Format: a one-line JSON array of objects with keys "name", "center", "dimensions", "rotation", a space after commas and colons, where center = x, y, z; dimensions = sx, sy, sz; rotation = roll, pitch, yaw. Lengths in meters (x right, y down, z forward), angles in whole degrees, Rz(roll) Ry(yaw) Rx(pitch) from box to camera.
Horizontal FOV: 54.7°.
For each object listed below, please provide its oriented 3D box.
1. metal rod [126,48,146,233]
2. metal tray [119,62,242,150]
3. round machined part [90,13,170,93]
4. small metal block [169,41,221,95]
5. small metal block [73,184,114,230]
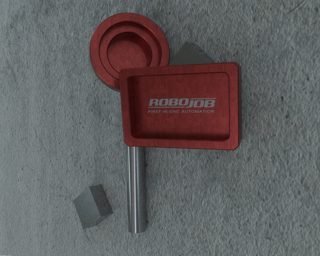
[{"name": "metal rod", "center": [-0.036, -0.007, 0.432], "dimensions": [0.025, 0.025, 0.298], "rotation": [-3, 88, 39]}, {"name": "metal tray", "center": [0.022, -0.024, 0.344], "dimensions": [0.130, 0.030, 0.089], "rotation": [1, 101, 19]}, {"name": "round machined part", "center": [-0.040, -0.093, 0.398], "dimensions": [0.042, 0.099, 0.097], "rotation": [173, 96, -77]}, {"name": "small metal block", "center": [0.038, -0.067, 0.372], "dimensions": [0.050, 0.025, 0.050], "rotation": [-51, 60, 27]}, {"name": "small metal block", "center": [-0.106, 0.125, 0.490], "dimensions": [0.050, 0.025, 0.050], "rotation": [-41, 65, 32]}]
